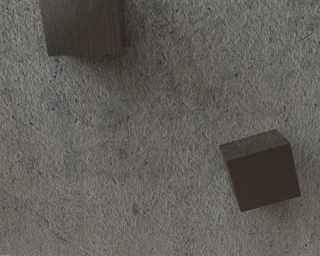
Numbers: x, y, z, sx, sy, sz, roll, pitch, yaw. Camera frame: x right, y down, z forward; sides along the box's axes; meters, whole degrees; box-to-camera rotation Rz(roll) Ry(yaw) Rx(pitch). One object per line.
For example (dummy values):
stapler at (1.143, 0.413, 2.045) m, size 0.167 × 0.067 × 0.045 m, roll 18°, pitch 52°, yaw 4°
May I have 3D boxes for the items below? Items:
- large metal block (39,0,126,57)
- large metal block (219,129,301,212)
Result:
large metal block at (-0.084, -0.126, 0.349) m, size 0.080 × 0.050 × 0.079 m, roll -2°, pitch 110°, yaw 1°
large metal block at (0.133, 0.057, 0.418) m, size 0.080 × 0.050 × 0.080 m, roll -17°, pitch 109°, yaw 6°
